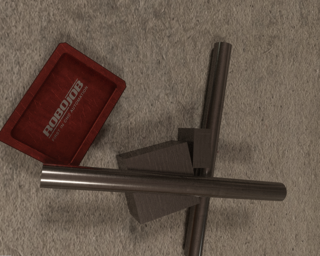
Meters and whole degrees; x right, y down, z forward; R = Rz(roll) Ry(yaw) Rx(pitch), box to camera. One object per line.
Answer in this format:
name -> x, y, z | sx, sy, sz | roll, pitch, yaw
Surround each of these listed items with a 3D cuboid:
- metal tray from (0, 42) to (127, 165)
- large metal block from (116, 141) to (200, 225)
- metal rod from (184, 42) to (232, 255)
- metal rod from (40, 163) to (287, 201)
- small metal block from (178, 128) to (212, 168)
metal tray -> -0.111, -0.022, 0.365 | 0.090, 0.030, 0.130 | 33, 79, -18
large metal block -> -0.003, 0.065, 0.396 | 0.081, 0.050, 0.080 | -14, 95, -20
metal rod -> 0.068, 0.028, 0.435 | 0.025, 0.025, 0.298 | 10, 87, -20
metal rod -> 0.021, 0.067, 0.364 | 0.302, 0.025, 0.025 | 8, 88, -20
small metal block -> 0.045, 0.025, 0.414 | 0.025, 0.050, 0.050 | 3, 89, -20
